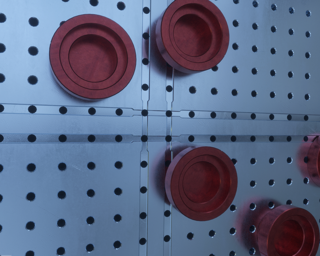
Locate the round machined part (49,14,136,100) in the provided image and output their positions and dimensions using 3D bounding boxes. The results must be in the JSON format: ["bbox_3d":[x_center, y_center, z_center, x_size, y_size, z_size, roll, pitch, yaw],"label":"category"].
[{"bbox_3d":[-0.082,-0.082,0.373,0.099,0.042,0.097,0,90,-20],"label":"round machined part"}]

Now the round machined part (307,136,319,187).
[{"bbox_3d":[0.298,0.056,0.513,0.099,0.042,0.097,0,90,-20],"label":"round machined part"}]

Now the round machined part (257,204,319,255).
[{"bbox_3d":[0.190,0.165,0.473,0.099,0.042,0.097,0,90,-20],"label":"round machined part"}]

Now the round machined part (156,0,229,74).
[{"bbox_3d":[0.040,-0.122,0.418,0.099,0.042,0.097,0,90,-20],"label":"round machined part"}]

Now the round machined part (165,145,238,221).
[{"bbox_3d":[0.052,0.072,0.423,0.099,0.042,0.097,0,90,-20],"label":"round machined part"}]
